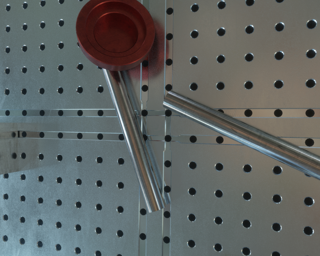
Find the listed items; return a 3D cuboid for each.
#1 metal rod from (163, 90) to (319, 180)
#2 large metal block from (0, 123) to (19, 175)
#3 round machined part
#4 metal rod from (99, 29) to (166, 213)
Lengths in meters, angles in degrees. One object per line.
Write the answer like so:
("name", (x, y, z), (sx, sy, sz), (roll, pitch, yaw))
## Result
("metal rod", (0.139, 0.025, 0.363), (0.301, 0.025, 0.025), (26, 99, 17))
("large metal block", (-0.278, 0.033, 0.495), (0.080, 0.050, 0.079), (-2, 89, 19))
("round machined part", (-0.058, -0.121, 0.408), (0.099, 0.042, 0.097), (2, 80, -10))
("metal rod", (-0.051, -0.032, 0.429), (0.025, 0.025, 0.299), (-21, 83, 18))
